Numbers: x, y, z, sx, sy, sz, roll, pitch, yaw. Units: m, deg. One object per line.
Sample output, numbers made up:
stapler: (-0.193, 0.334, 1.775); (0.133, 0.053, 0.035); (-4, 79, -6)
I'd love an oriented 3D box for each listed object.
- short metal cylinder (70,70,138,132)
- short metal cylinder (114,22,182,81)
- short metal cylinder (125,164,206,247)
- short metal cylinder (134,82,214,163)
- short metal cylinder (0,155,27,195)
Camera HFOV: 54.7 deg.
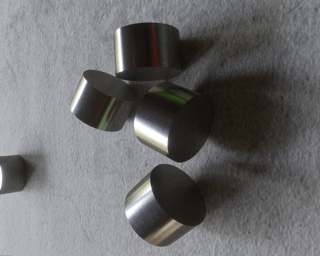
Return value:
short metal cylinder: (-0.077, -0.039, 0.431); (0.080, 0.081, 0.050); (44, 116, 30)
short metal cylinder: (-0.015, -0.090, 0.380); (0.080, 0.081, 0.050); (-5, 87, 39)
short metal cylinder: (0.007, 0.089, 0.362); (0.050, 0.081, 0.080); (-46, 63, 30)
short metal cylinder: (0.017, -0.007, 0.353); (0.050, 0.081, 0.079); (26, 106, 37)
short metal cylinder: (-0.326, 0.098, 0.653); (0.080, 0.050, 0.079); (0, 90, 39)
